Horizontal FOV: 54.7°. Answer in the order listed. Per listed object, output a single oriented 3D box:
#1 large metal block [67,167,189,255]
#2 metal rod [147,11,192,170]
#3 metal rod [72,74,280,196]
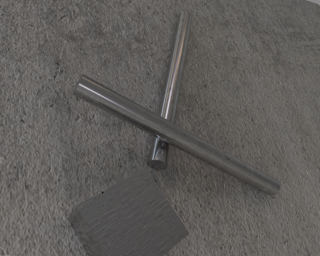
[{"bbox_3d":[-0.033,0.098,0.310,0.081,0.050,0.080,-26,76,-37],"label":"large metal block"},{"bbox_3d":[0.021,-0.075,0.460,0.025,0.025,0.300,22,53,-15],"label":"metal rod"},{"bbox_3d":[0.037,0.019,0.383,0.301,0.025,0.025,28,52,-22],"label":"metal rod"}]
